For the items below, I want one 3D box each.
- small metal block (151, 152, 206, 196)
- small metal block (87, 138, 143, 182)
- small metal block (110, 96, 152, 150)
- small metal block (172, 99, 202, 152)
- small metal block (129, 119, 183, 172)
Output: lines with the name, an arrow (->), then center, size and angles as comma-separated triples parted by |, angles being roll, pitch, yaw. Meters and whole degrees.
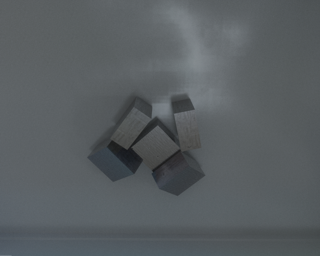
small metal block -> 0.026, 0.063, 0.419 | 0.050, 0.025, 0.050 | -39, 143, 12
small metal block -> -0.060, 0.041, 0.412 | 0.050, 0.025, 0.050 | 47, 136, -16
small metal block -> -0.035, -0.007, 0.392 | 0.025, 0.050, 0.050 | 35, 106, -12
small metal block -> 0.033, -0.005, 0.394 | 0.025, 0.050, 0.050 | -11, 110, 3
small metal block -> -0.005, 0.025, 0.418 | 0.050, 0.025, 0.050 | -40, 106, 13
